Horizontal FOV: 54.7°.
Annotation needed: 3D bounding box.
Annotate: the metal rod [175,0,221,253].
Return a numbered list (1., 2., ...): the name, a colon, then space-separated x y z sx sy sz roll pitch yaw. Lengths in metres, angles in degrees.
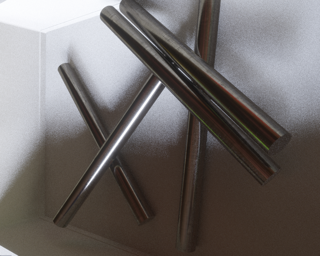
1. metal rod: 0.044 -0.001 0.368 0.025 0.025 0.298 9 95 39

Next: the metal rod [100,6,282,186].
1. metal rod: 0.017 -0.055 0.356 0.300 0.025 0.025 49 119 27

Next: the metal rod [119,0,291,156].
1. metal rod: 0.027 -0.080 0.351 0.300 0.025 0.025 52 121 37

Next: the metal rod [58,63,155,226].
1. metal rod: -0.092 0.011 0.480 0.025 0.025 0.299 -47 62 29

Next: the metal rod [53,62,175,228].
1. metal rod: -0.066 0.026 0.430 0.025 0.025 0.299 45 108 30
